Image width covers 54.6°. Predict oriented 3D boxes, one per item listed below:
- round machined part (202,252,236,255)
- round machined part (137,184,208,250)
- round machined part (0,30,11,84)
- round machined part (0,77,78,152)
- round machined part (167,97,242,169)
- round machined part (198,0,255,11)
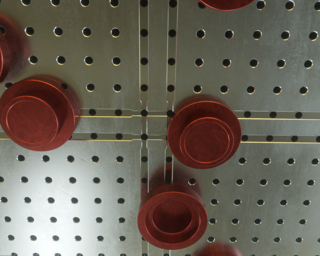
[{"bbox_3d":[0.096,0.252,0.498,0.099,0.042,0.097,0,110,0],"label":"round machined part"},{"bbox_3d":[0.017,0.124,0.450,0.099,0.042,0.097,0,110,0],"label":"round machined part"},{"bbox_3d":[-0.228,-0.090,0.369,0.099,0.042,0.097,0,110,0],"label":"round machined part"},{"bbox_3d":[-0.159,-0.014,0.398,0.099,0.042,0.097,0,110,0],"label":"round machined part"},{"bbox_3d":[0.059,0.012,0.409,0.099,0.042,0.097,0,110,0],"label":"round machined part"},{"bbox_3d":[0.077,-0.180,0.338,0.099,0.042,0.097,0,110,0],"label":"round machined part"}]
